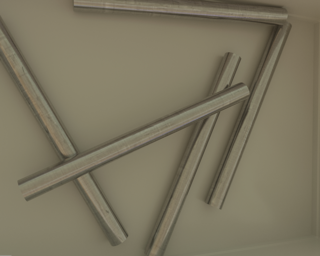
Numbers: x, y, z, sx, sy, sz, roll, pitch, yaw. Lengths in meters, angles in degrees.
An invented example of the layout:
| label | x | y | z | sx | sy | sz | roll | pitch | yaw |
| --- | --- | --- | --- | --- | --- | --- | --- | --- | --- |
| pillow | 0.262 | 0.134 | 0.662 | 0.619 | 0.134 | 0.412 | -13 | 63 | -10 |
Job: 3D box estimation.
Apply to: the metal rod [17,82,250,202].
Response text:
| label | x | y | z | sx | sy | sz | roll | pitch | yaw |
| --- | --- | --- | --- | --- | --- | --- | --- | --- | --- |
| metal rod | -0.016 | 0.008 | 0.377 | 0.302 | 0.025 | 0.025 | -24 | 99 | -19 |

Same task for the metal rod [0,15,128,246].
| label | x | y | z | sx | sy | sz | roll | pitch | yaw |
| --- | --- | --- | --- | --- | --- | --- | --- | --- | --- |
| metal rod | -0.119 | 0.011 | 0.366 | 0.025 | 0.025 | 0.299 | -31 | 100 | -18 |

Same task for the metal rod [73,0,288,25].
| label | x | y | z | sx | sy | sz | roll | pitch | yaw |
| --- | --- | --- | --- | --- | --- | --- | --- | --- | --- |
| metal rod | 0.040 | -0.160 | 0.418 | 0.303 | 0.025 | 0.025 | -3 | 91 | -18 |

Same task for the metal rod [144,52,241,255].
| label | x | y | z | sx | sy | sz | roll | pitch | yaw |
| --- | --- | --- | --- | --- | --- | --- | --- | --- | --- |
| metal rod | 0.048 | 0.033 | 0.429 | 0.025 | 0.025 | 0.299 | 26 | 81 | -19 |

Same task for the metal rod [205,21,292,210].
| label | x | y | z | sx | sy | sz | roll | pitch | yaw |
| --- | --- | --- | --- | --- | --- | --- | --- | --- | --- |
| metal rod | 0.134 | -0.025 | 0.461 | 0.025 | 0.025 | 0.299 | 26 | 81 | -19 |
